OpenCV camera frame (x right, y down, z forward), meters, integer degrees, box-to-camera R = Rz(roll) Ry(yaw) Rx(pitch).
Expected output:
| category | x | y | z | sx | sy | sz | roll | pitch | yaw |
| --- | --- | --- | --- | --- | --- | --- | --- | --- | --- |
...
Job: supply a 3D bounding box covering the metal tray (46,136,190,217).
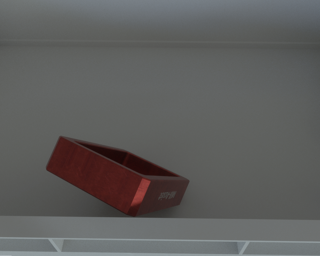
| category | x | y | z | sx | sy | sz | roll | pitch | yaw |
| --- | --- | --- | --- | --- | --- | --- | --- | --- | --- |
| metal tray | -0.032 | 0.046 | 0.300 | 0.090 | 0.130 | 0.030 | 23 | 89 | 21 |
